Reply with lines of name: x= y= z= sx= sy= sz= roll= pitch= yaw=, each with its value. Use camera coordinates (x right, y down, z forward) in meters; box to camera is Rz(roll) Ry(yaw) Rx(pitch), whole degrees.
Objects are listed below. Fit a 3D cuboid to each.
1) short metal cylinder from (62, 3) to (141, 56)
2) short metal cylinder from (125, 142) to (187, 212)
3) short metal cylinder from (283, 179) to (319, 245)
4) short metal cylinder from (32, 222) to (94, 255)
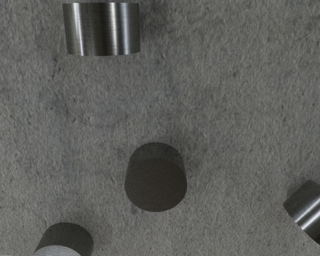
short metal cylinder: x=-0.062 y=-0.109 z=0.339 sx=0.081 sy=0.080 sz=0.050 roll=-1 pitch=110 yaw=0
short metal cylinder: x=-0.005 y=0.066 z=0.421 sx=0.081 sy=0.050 sz=0.079 roll=0 pitch=110 yaw=-1
short metal cylinder: x=0.220 y=0.118 z=0.427 sx=0.080 sy=0.080 sz=0.050 roll=37 pitch=106 yaw=-13
short metal cylinder: x=-0.145 y=0.191 z=0.465 sx=0.081 sy=0.050 sz=0.079 roll=0 pitch=110 yaw=-1
